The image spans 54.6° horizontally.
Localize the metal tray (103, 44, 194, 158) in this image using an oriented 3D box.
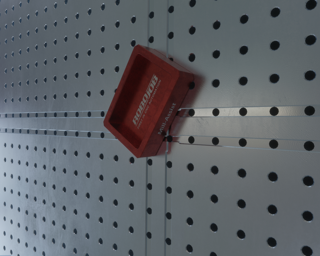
[{"bbox_3d":[-0.021,-0.036,0.424,0.090,0.030,0.129,40,114,33],"label":"metal tray"}]
